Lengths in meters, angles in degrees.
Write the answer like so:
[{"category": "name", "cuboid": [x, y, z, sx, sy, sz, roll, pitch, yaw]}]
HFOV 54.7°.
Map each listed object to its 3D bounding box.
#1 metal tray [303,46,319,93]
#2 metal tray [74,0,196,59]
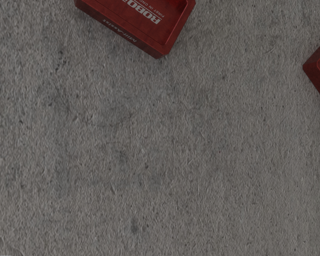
[{"category": "metal tray", "cuboid": [0.309, -0.112, 0.519, 0.130, 0.030, 0.090, -45, 104, -15]}, {"category": "metal tray", "cuboid": [-0.029, -0.161, 0.394, 0.131, 0.030, 0.090, 30, 80, -18]}]
